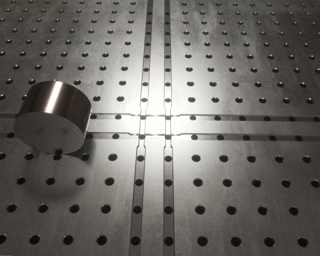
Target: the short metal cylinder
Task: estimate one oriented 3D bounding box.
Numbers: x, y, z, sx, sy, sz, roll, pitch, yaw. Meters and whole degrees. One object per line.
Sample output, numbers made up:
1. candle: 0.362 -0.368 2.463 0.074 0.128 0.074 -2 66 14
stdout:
1. short metal cylinder: -0.129 -0.011 0.380 0.081 0.080 0.050 2 50 1
